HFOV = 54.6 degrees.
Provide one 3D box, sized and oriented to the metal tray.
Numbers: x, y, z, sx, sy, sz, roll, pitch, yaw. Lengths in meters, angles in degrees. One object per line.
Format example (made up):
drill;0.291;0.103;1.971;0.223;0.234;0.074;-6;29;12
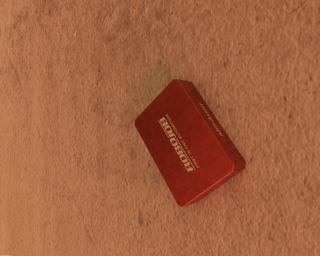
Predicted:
metal tray;0.031;0.017;0.377;0.090;0.030;0.130;-44;63;31
